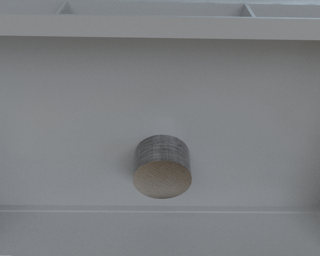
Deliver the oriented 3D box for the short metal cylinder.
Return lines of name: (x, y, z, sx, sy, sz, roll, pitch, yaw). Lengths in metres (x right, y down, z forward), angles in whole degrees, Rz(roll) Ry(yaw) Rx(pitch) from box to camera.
short metal cylinder: (0.003, 0.056, 0.440, 0.080, 0.050, 0.080, 0, 130, 0)
